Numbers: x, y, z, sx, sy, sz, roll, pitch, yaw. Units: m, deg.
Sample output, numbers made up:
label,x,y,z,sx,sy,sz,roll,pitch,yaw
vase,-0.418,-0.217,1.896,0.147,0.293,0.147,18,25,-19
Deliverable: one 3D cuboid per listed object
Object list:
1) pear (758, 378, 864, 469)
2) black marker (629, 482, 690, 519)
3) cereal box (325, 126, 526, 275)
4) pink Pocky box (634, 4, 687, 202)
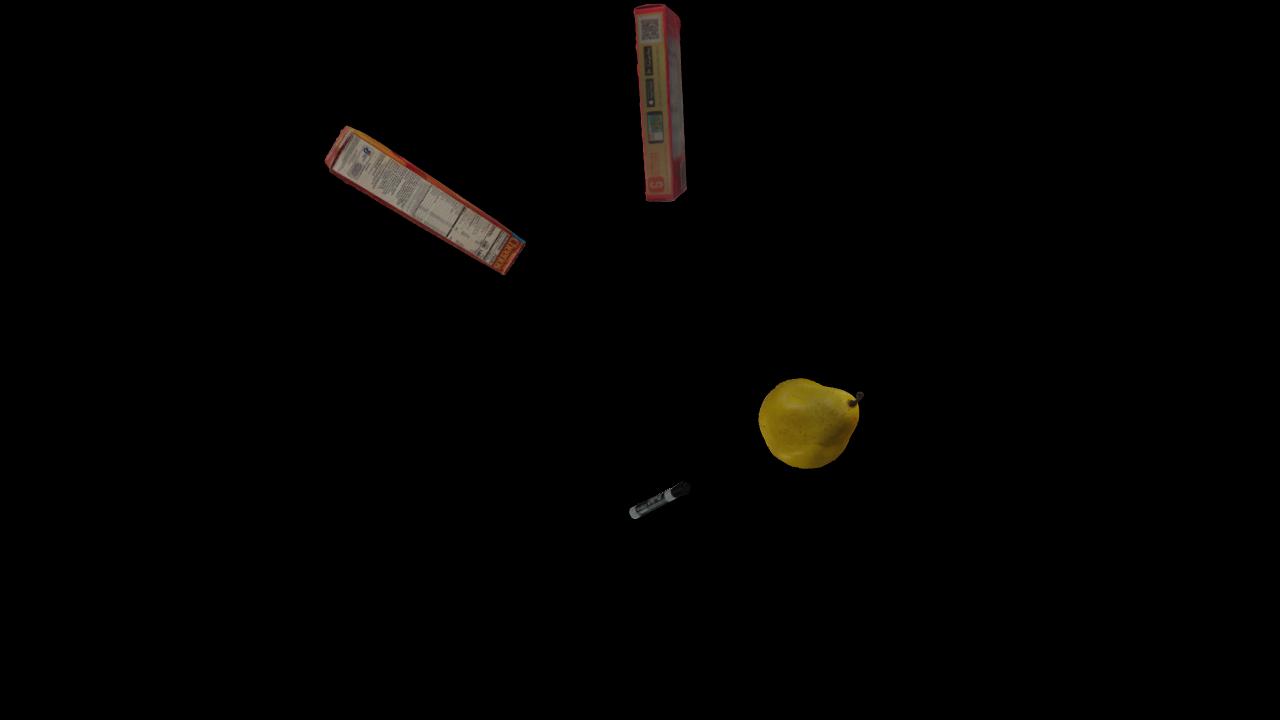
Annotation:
label,x,y,z,sx,sy,sz,roll,pitch,yaw
pear,0.155,0.051,0.519,0.080,0.080,0.111,0,-11,-30
black marker,0.029,0.207,0.906,0.020,0.020,0.121,0,-28,-47
cereal box,-0.359,-0.266,1.032,0.306,0.081,0.203,30,4,-34
pink Pocky box,0.021,-0.226,0.552,0.029,0.155,0.084,1,23,12
